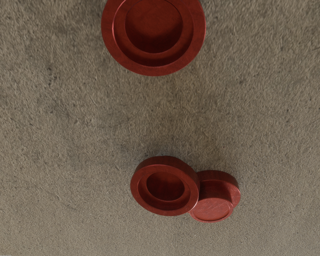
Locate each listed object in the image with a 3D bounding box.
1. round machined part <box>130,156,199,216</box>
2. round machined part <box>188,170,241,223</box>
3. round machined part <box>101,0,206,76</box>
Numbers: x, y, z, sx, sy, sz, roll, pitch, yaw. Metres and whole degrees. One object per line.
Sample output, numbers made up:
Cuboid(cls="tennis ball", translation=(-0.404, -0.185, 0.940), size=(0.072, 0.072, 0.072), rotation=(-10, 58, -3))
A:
Cuboid(cls="round machined part", translation=(0.009, 0.079, 0.454), size=(0.098, 0.042, 0.097), rotation=(6, 123, 9))
Cuboid(cls="round machined part", translation=(0.080, 0.115, 0.495), size=(0.099, 0.042, 0.097), rotation=(0, 130, 0))
Cuboid(cls="round machined part", translation=(-0.006, -0.104, 0.307), size=(0.099, 0.042, 0.097), rotation=(0, 130, 0))
